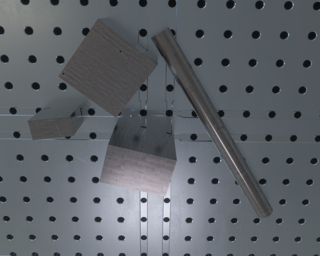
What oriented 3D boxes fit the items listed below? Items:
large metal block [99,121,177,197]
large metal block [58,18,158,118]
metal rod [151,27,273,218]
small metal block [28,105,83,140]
[{"bbox_3d":[-0.026,0.037,0.397,0.080,0.080,0.050,14,110,-5],"label":"large metal block"},{"bbox_3d":[-0.059,-0.073,0.373,0.080,0.050,0.080,36,106,-13],"label":"large metal block"},{"bbox_3d":[0.078,0.005,0.416,0.025,0.025,0.299,-30,108,10],"label":"metal rod"},{"bbox_3d":[-0.131,-0.008,0.396,0.050,0.050,0.025,-5,110,2],"label":"small metal block"}]
